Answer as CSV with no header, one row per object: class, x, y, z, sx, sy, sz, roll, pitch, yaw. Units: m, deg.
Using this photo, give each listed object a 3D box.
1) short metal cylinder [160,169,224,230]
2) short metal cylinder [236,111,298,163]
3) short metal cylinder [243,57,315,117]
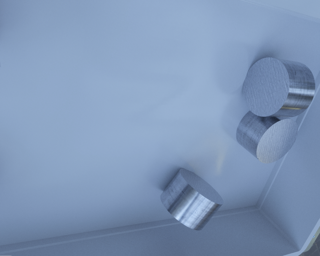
short metal cylinder,0.048,0.106,0.467,0.080,0.080,0.050,28,103,-38
short metal cylinder,0.170,0.009,0.494,0.081,0.050,0.079,-14,125,-21
short metal cylinder,0.163,-0.055,0.431,0.050,0.080,0.079,0,118,-29
